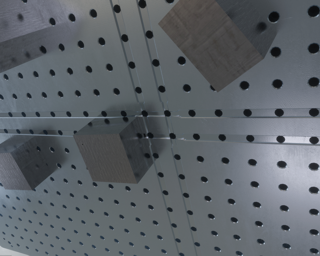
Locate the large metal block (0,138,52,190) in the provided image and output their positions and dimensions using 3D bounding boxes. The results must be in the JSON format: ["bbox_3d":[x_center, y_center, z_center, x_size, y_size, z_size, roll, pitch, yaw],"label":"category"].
[{"bbox_3d":[-0.264,0.068,0.578,0.080,0.050,0.080,-6,116,31],"label":"large metal block"}]

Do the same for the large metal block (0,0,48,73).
[{"bbox_3d":[-0.213,-0.126,0.411,0.080,0.080,0.050,36,129,4],"label":"large metal block"}]

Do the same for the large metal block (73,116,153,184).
[{"bbox_3d":[-0.066,0.032,0.450,0.080,0.050,0.080,-3,117,29],"label":"large metal block"}]

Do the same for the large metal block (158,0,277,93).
[{"bbox_3d":[0.057,-0.092,0.289,0.080,0.080,0.050,48,129,-6],"label":"large metal block"}]
